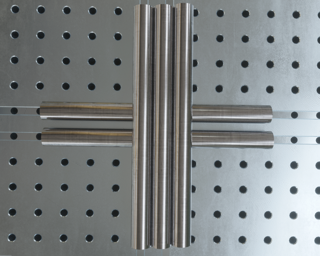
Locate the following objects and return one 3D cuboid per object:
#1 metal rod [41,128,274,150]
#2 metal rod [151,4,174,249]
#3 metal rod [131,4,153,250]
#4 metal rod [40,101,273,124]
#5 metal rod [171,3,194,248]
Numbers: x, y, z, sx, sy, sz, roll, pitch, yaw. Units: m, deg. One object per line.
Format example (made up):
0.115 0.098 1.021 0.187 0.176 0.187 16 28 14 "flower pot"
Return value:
-0.002 0.014 0.414 0.302 0.025 0.025 1 90 -1 "metal rod"
0.003 -0.002 0.389 0.025 0.025 0.298 1 90 -1 "metal rod"
-0.022 -0.001 0.388 0.025 0.025 0.298 1 90 -1 "metal rod"
-0.004 -0.021 0.413 0.302 0.025 0.025 1 90 -1 "metal rod"
0.028 -0.003 0.389 0.025 0.025 0.298 1 90 -1 "metal rod"
